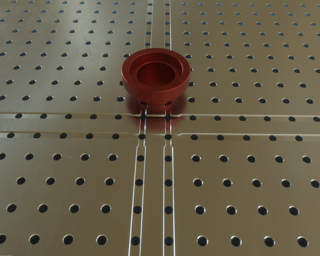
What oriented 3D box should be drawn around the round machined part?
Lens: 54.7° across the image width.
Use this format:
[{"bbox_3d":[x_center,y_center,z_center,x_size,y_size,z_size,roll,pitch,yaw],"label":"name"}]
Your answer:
[{"bbox_3d":[-0.006,-0.072,0.457,0.099,0.042,0.098,0,50,0],"label":"round machined part"}]
